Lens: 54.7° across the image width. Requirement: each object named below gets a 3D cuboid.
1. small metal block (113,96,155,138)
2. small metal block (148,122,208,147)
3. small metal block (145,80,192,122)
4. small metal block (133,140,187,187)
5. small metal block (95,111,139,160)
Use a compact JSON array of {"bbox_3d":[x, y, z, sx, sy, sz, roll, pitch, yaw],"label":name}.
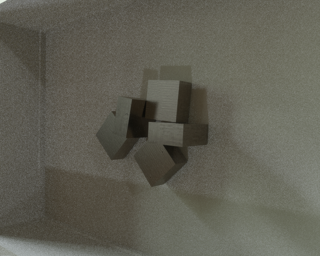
[{"bbox_3d":[-0.032,-0.014,0.412,0.025,0.050,0.050,16,100,38],"label":"small metal block"},{"bbox_3d":[0.022,0.007,0.368,0.050,0.050,0.025,4,93,39],"label":"small metal block"},{"bbox_3d":[0.010,-0.035,0.394,0.050,0.025,0.050,8,95,39],"label":"small metal block"},{"bbox_3d":[-0.001,0.040,0.403,0.050,0.025,0.050,-48,62,29],"label":"small metal block"},{"bbox_3d":[-0.062,0.011,0.453,0.050,0.025,0.050,-52,60,27],"label":"small metal block"}]
